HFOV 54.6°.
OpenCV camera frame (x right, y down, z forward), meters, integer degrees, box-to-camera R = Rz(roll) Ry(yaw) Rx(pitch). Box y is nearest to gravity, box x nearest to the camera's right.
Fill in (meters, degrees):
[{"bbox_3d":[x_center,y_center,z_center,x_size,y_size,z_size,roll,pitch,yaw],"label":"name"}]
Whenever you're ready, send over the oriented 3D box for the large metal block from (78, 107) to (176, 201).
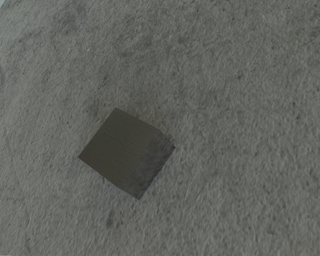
[{"bbox_3d":[-0.042,0.031,0.392,0.080,0.050,0.080,27,76,37],"label":"large metal block"}]
